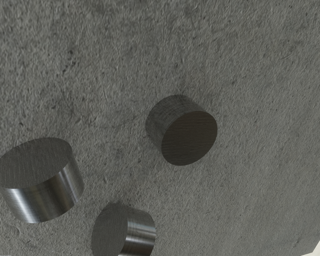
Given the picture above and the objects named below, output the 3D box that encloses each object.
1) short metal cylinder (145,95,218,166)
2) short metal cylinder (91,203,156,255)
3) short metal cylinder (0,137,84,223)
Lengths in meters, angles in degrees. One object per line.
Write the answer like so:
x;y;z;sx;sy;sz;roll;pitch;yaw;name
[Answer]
0.028;0.003;0.407;0.081;0.050;0.079;-14;124;-21;short metal cylinder
-0.052;0.151;0.436;0.050;0.080;0.080;28;103;-38;short metal cylinder
-0.128;0.054;0.334;0.081;0.080;0.050;-20;126;-17;short metal cylinder
